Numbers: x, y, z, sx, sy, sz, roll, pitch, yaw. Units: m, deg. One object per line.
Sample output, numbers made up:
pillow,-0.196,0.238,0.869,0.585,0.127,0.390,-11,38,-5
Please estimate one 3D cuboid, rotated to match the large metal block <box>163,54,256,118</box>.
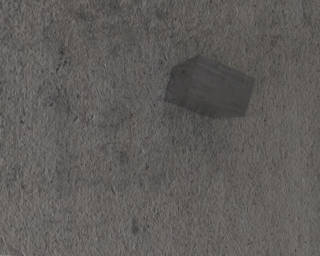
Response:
large metal block,0.061,-0.049,0.402,0.080,0.080,0.050,18,84,-19
